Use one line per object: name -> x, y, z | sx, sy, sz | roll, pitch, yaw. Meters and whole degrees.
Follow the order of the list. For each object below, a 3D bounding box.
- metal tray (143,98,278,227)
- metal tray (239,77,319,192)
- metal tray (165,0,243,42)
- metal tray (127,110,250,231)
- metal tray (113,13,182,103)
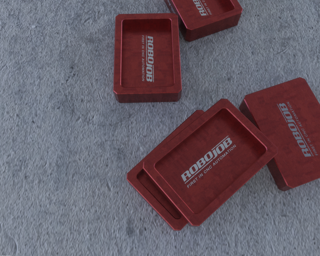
metal tray -> 0.057, 0.038, 0.359 | 0.130, 0.030, 0.090 | -39, 75, -13
metal tray -> 0.173, 0.006, 0.404 | 0.091, 0.030, 0.130 | -19, 71, -7
metal tray -> 0.057, -0.205, 0.480 | 0.091, 0.030, 0.130 | -21, 72, -8
metal tray -> 0.035, 0.050, 0.386 | 0.130, 0.030, 0.090 | -42, 75, -14
metal tray -> -0.018, -0.101, 0.442 | 0.091, 0.030, 0.130 | -1, 70, -1
